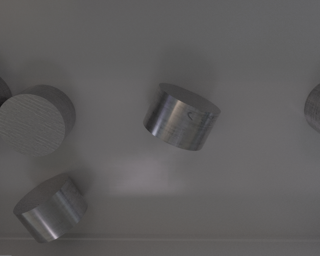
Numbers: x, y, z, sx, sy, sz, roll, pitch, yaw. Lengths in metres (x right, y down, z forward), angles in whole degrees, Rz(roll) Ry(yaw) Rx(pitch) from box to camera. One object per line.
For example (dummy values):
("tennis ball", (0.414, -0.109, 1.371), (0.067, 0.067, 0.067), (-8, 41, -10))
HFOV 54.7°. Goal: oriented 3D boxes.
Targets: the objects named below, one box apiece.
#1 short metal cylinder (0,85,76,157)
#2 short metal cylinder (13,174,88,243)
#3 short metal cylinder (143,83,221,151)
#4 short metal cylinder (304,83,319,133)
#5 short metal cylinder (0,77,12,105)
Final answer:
("short metal cylinder", (-0.154, -0.010, 0.393), (0.081, 0.050, 0.079), (0, 110, 0))
("short metal cylinder", (-0.147, 0.107, 0.420), (0.080, 0.080, 0.050), (-26, 108, 9))
("short metal cylinder", (0.026, -0.015, 0.377), (0.080, 0.080, 0.050), (22, 109, -8))
("short metal cylinder", (0.234, -0.021, 0.392), (0.081, 0.050, 0.079), (0, 110, 0))
("short metal cylinder", (-0.235, -0.031, 0.384), (0.081, 0.050, 0.079), (0, 110, 0))
